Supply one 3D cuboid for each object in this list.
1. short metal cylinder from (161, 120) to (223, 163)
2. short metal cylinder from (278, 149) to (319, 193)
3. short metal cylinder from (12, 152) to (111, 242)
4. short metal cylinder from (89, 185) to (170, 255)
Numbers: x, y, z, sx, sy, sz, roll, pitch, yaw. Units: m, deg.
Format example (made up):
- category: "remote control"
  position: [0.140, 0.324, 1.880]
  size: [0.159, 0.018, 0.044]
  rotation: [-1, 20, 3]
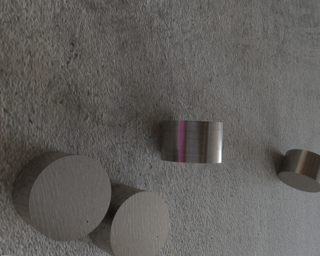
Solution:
- category: "short metal cylinder"
  position: [0.042, 0.017, 0.404]
  size: [0.081, 0.080, 0.050]
  rotation: [3, 88, -40]
- category: "short metal cylinder"
  position: [0.278, 0.084, 0.602]
  size: [0.080, 0.080, 0.050]
  rotation: [43, 64, -32]
- category: "short metal cylinder"
  position: [-0.096, 0.065, 0.308]
  size: [0.081, 0.050, 0.080]
  rotation: [0, 90, -40]
- category: "short metal cylinder"
  position: [-0.036, 0.110, 0.359]
  size: [0.081, 0.050, 0.080]
  rotation: [0, 90, -40]
